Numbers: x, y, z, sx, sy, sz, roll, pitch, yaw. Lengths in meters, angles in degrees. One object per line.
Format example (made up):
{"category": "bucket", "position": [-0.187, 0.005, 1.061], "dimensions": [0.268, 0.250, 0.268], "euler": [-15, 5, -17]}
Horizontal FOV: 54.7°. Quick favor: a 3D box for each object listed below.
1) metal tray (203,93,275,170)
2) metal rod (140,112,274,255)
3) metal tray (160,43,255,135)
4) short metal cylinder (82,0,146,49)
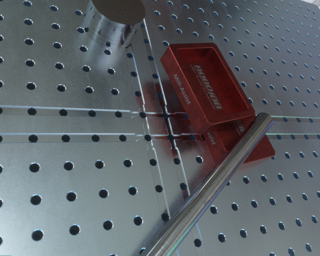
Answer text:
{"category": "metal tray", "position": [0.105, -0.004, 0.464], "dimensions": [0.091, 0.030, 0.130], "euler": [-9, 66, -32]}
{"category": "metal rod", "position": [0.055, 0.076, 0.364], "dimensions": [0.025, 0.025, 0.301], "euler": [46, 59, 3]}
{"category": "metal tray", "position": [0.067, -0.060, 0.438], "dimensions": [0.091, 0.030, 0.130], "euler": [-12, 68, -33]}
{"category": "short metal cylinder", "position": [-0.068, -0.164, 0.455], "dimensions": [0.081, 0.050, 0.080], "euler": [14, 56, -21]}
